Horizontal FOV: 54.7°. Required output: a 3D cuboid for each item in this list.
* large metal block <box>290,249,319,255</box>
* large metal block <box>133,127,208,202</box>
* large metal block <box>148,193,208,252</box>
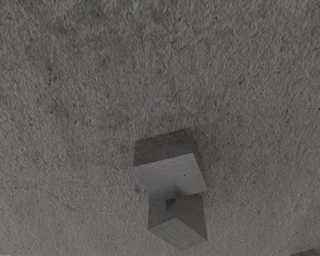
[{"bbox_3d":[0.319,0.310,0.638,0.050,0.080,0.080,-27,125,21],"label":"large metal block"},{"bbox_3d":[0.016,0.053,0.436,0.080,0.050,0.080,-15,129,12],"label":"large metal block"},{"bbox_3d":[0.027,0.132,0.484,0.050,0.080,0.080,-31,124,23],"label":"large metal block"}]
